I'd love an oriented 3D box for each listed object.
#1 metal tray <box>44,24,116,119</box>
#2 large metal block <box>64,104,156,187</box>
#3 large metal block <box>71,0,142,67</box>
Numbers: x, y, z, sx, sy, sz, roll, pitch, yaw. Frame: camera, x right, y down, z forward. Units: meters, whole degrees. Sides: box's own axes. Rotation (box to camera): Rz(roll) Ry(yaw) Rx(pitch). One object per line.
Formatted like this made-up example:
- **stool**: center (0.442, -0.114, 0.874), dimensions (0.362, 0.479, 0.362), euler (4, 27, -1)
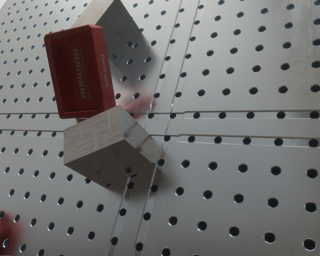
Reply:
- **metal tray**: center (-0.120, -0.082, 0.468), dimensions (0.090, 0.030, 0.129), euler (-3, 102, 27)
- **large metal block**: center (-0.062, 0.026, 0.390), dimensions (0.080, 0.080, 0.050), euler (-23, 54, 14)
- **large metal block**: center (-0.089, -0.163, 0.520), dimensions (0.050, 0.080, 0.080), euler (23, 74, 36)
